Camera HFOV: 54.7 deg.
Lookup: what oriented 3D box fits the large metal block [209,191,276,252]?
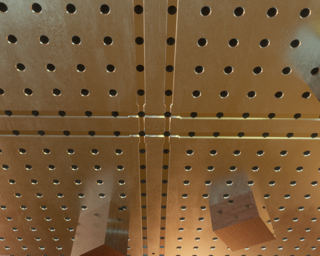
[{"bbox_3d":[0.142,0.163,0.537,0.080,0.050,0.080,-26,126,20],"label":"large metal block"}]

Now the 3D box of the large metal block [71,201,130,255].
[{"bbox_3d":[-0.101,0.185,0.532,0.080,0.080,0.050,-32,124,24],"label":"large metal block"}]

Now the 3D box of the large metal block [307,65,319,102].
[{"bbox_3d":[0.228,-0.041,0.345,0.081,0.080,0.050,9,130,-8],"label":"large metal block"}]
